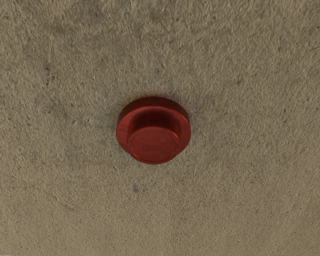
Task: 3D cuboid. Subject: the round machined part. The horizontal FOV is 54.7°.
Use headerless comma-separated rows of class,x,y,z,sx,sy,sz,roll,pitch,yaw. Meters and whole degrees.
round machined part,-0.008,0.010,0.406,0.099,0.042,0.097,-1,130,0
